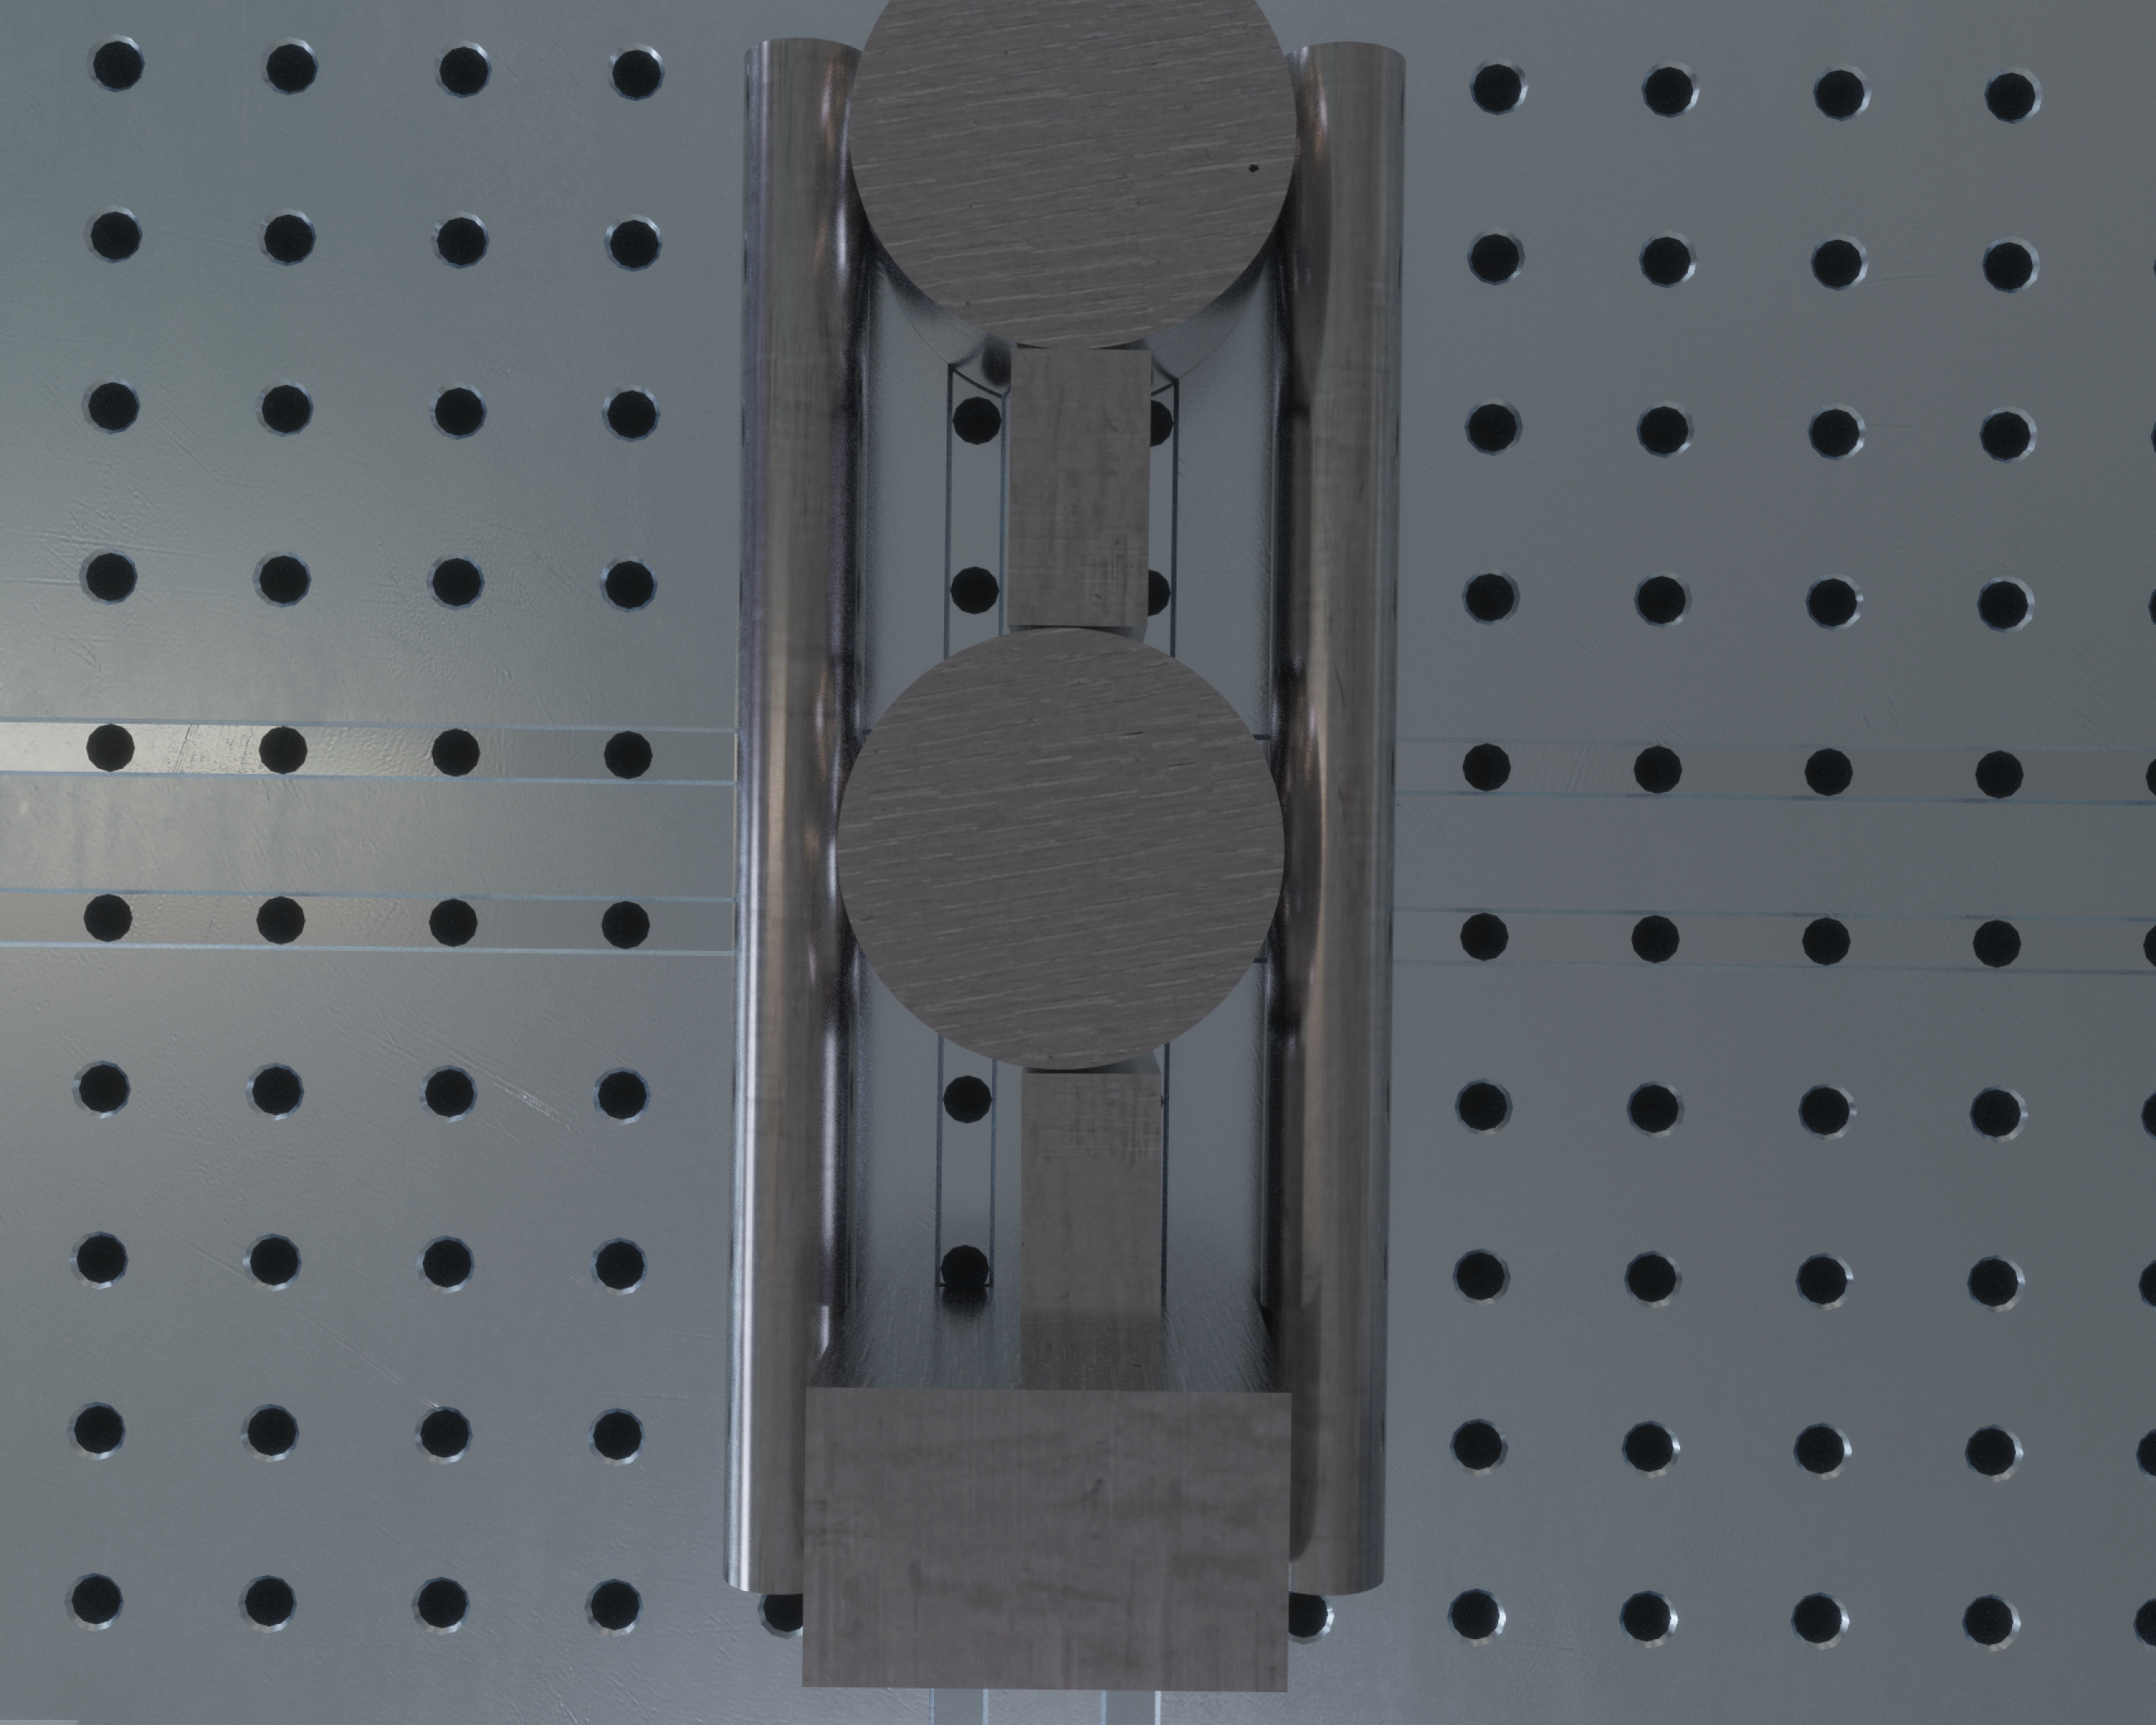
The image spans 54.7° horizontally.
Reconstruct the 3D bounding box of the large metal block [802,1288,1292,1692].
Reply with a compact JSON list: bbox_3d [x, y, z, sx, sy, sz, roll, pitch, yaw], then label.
[{"bbox_3d":[-0.005,0.112,0.386,0.081,0.080,0.050,1,90,0],"label":"large metal block"}]

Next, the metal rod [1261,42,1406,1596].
[{"bbox_3d":[0.050,-0.008,0.413,0.025,0.025,0.298,1,90,0],"label":"metal rod"}]

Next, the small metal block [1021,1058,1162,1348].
[{"bbox_3d":[0.002,0.063,0.400,0.025,0.050,0.050,0,90,0],"label":"small metal block"}]

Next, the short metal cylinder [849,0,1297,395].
[{"bbox_3d":[-0.001,-0.132,0.400,0.081,0.050,0.080,0,90,0],"label":"short metal cylinder"}]

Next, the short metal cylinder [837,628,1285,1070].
[{"bbox_3d":[-0.003,-0.003,0.400,0.081,0.050,0.080,0,90,0],"label":"short metal cylinder"}]

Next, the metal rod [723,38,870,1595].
[{"bbox_3d":[-0.055,-0.009,0.412,0.025,0.025,0.298,1,90,0],"label":"metal rod"}]

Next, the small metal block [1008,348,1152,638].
[{"bbox_3d":[0.000,-0.068,0.399,0.025,0.050,0.050,1,90,0],"label":"small metal block"}]
